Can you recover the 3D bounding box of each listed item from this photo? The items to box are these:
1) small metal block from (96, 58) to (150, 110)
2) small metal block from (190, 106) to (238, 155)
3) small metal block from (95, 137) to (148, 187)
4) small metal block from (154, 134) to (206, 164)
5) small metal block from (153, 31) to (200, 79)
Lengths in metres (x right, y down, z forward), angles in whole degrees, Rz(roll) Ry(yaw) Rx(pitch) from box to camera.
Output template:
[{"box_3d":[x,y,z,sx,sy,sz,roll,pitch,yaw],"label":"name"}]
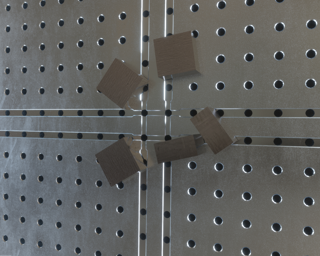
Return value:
[{"box_3d":[-0.051,-0.060,0.430,0.050,0.025,0.050,39,102,15],"label":"small metal block"},{"box_3d":[0.067,0.003,0.375,0.025,0.050,0.050,-37,78,16],"label":"small metal block"},{"box_3d":[-0.054,0.046,0.430,0.050,0.025,0.050,-31,80,17],"label":"small metal block"},{"box_3d":[0.027,0.025,0.389,0.050,0.050,0.025,-14,86,19],"label":"small metal block"},{"box_3d":[0.022,-0.094,0.404,0.050,0.025,0.050,-8,87,19],"label":"small metal block"}]
